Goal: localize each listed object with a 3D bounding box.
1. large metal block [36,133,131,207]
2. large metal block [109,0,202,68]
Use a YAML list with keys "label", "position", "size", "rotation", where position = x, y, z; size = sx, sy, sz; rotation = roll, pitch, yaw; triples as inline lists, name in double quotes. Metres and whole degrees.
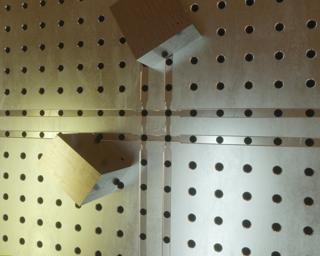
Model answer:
- label: "large metal block"
  position: [-0.100, 0.051, 0.417]
  size: [0.080, 0.080, 0.050]
  rotation: [38, 102, 15]
- label: "large metal block"
  position: [-0.005, -0.137, 0.400]
  size: [0.080, 0.050, 0.080]
  rotation: [-29, 81, 17]
